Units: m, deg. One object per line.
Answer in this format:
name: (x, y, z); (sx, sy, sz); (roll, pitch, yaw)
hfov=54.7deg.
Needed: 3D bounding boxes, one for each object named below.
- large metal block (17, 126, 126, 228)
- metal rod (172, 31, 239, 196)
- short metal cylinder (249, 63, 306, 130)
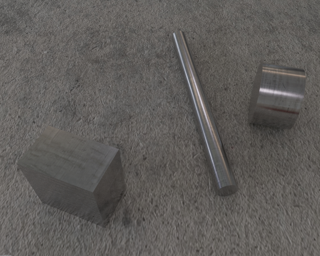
large metal block: (-0.086, 0.052, 0.323); (0.080, 0.080, 0.050); (17, 52, 14)
metal rod: (0.054, -0.044, 0.440); (0.025, 0.025, 0.300); (-6, 50, -5)
short metal cylinder: (0.149, -0.041, 0.404); (0.050, 0.080, 0.080); (11, 51, 9)
